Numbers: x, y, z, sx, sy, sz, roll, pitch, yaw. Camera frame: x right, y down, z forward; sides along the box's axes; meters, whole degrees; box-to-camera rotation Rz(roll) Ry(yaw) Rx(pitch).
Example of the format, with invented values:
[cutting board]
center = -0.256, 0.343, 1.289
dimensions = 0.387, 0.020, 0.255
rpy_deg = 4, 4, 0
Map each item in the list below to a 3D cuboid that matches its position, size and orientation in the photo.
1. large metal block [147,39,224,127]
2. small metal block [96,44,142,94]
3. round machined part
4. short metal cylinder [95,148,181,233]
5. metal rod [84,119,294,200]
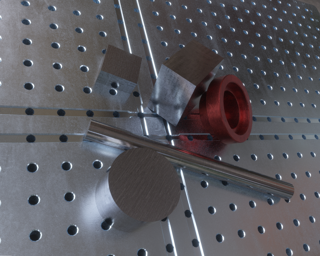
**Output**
[large metal block]
center = 0.034, -0.062, 0.425
dimensions = 0.050, 0.079, 0.080
rpy_deg = 36, 50, 10
[small metal block]
center = -0.056, -0.081, 0.429
dimensions = 0.050, 0.025, 0.050
rpy_deg = 19, 54, -17
[round machined part]
center = 0.092, -0.025, 0.448
dimensions = 0.099, 0.042, 0.098
rpy_deg = 13, 72, -48
[short metal cylinder]
center = -0.025, 0.068, 0.339
dimensions = 0.081, 0.050, 0.080
rpy_deg = 14, 56, -21
[metal rod]
center = 0.052, 0.047, 0.408
dimensions = 0.302, 0.025, 0.025
rpy_deg = 19, 54, -18
